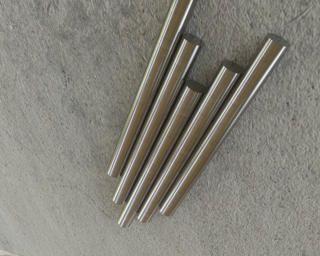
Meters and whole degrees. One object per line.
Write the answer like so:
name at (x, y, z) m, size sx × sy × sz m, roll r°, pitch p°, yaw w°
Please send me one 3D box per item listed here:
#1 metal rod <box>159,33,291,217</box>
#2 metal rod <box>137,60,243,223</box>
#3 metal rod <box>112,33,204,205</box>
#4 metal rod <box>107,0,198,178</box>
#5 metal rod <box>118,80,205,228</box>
metal rod at (0.062, 0.021, 0.387) m, size 0.025 × 0.025 × 0.298 m, roll 32°, pitch 129°, yaw 7°
metal rod at (0.025, 0.040, 0.418) m, size 0.025 × 0.025 × 0.298 m, roll 32°, pitch 129°, yaw 7°
metal rod at (-0.016, 0.011, 0.422) m, size 0.025 × 0.025 × 0.298 m, roll 32°, pitch 128°, yaw 7°
metal rod at (-0.020, -0.037, 0.395) m, size 0.025 × 0.025 × 0.298 m, roll 32°, pitch 129°, yaw 7°
metal rod at (-0.010, 0.057, 0.448) m, size 0.025 × 0.025 × 0.298 m, roll 32°, pitch 128°, yaw 7°
